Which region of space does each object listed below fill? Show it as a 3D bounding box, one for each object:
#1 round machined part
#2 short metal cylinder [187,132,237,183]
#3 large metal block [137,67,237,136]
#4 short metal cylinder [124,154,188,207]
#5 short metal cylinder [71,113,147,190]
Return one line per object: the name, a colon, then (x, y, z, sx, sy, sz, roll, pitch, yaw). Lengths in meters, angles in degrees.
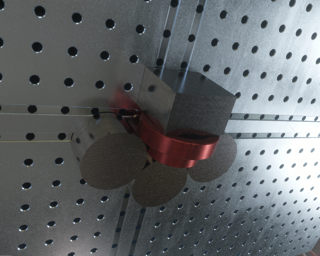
round machined part: (0.020, 0.014, 0.381, 0.099, 0.098, 0.042, 2, 117, -29)
short metal cylinder: (0.064, 0.032, 0.450, 0.081, 0.050, 0.079, -14, 124, -21)
large metal block: (0.029, -0.033, 0.371, 0.081, 0.080, 0.050, 1, 118, -29)
short metal cylinder: (-0.009, 0.061, 0.428, 0.081, 0.050, 0.079, -14, 124, -21)
short metal cylinder: (-0.062, 0.028, 0.379, 0.081, 0.050, 0.079, -14, 124, -21)
